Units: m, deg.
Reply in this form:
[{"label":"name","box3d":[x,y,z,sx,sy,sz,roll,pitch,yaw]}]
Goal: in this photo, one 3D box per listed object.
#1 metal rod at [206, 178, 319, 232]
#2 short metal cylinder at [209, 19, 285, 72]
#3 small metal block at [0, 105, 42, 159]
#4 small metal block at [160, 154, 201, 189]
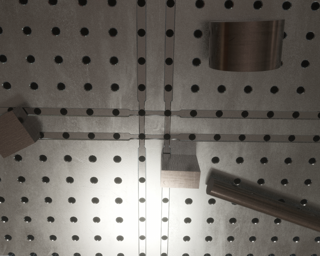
[{"label":"metal rod","box3d":[0.212,0.134,0.466,0.302,0.025,0.025,20,109,-8]},{"label":"short metal cylinder","box3d":[0.096,-0.096,0.350,0.081,0.080,0.050,-2,110,0]},{"label":"small metal block","box3d":[-0.197,0.005,0.413,0.050,0.025,0.050,-26,108,8]},{"label":"small metal block","box3d":[0.026,0.058,0.422,0.050,0.050,0.025,2,110,-1]}]
